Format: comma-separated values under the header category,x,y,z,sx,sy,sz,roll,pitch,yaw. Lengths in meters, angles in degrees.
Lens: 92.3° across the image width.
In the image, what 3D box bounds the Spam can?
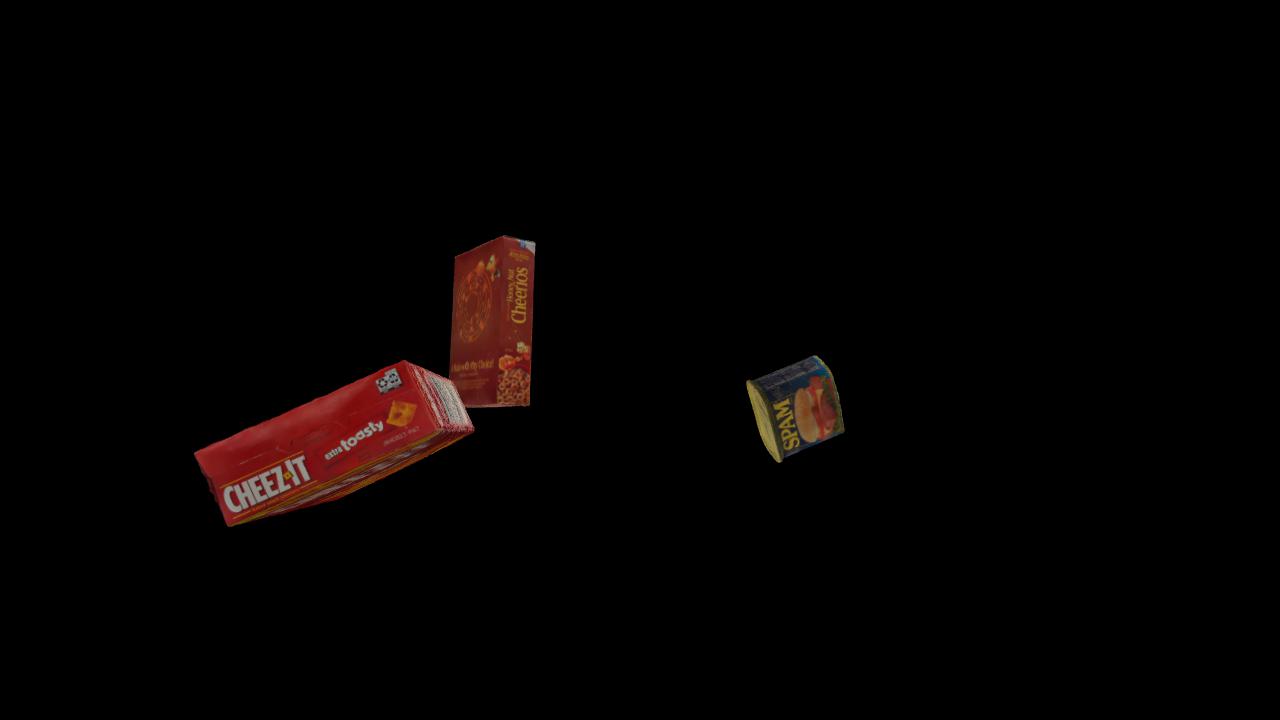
category,x,y,z,sx,sy,sz,roll,pitch,yaw
Spam can,0.178,0.055,0.703,0.085,0.101,0.058,-22,29,-4

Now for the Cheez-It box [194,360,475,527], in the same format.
category,x,y,z,sx,sy,sz,roll,pitch,yaw
Cheez-It box,-0.252,0.073,0.563,0.166,0.071,0.223,-26,-3,-10

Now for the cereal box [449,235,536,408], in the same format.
category,x,y,z,sx,sy,sz,roll,pitch,yaw
cereal box,-0.282,-0.064,1.160,0.081,0.306,0.203,7,-9,-41
